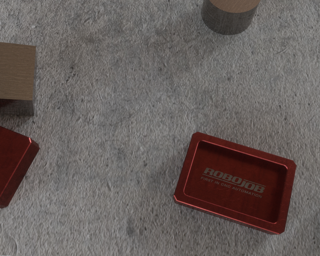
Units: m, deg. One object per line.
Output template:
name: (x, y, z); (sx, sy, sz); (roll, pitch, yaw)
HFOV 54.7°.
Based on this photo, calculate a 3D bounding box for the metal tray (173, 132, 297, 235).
metal tray: (0.091, 0.067, 0.381); (0.131, 0.030, 0.090); (17, 71, 6)

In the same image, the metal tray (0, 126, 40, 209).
metal tray: (-0.235, 0.035, 0.391); (0.131, 0.030, 0.090); (20, 71, 7)

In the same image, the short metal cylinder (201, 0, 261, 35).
short metal cylinder: (0.105, -0.188, 0.464); (0.081, 0.050, 0.080); (0, 70, 0)

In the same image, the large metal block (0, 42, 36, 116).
large metal block: (-0.207, -0.064, 0.405); (0.081, 0.050, 0.080); (2, 69, -19)
